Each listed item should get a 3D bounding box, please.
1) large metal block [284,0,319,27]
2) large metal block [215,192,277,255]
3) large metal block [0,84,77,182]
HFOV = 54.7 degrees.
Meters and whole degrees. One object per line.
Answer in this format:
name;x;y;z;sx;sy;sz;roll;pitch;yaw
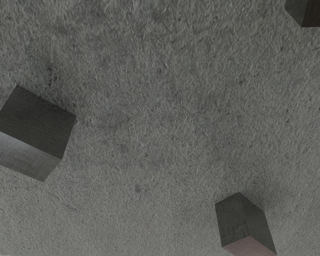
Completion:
large metal block;0.167;-0.139;0.274;0.080;0.050;0.079;-2;130;1
large metal block;0.141;0.167;0.514;0.050;0.080;0.080;-35;122;26
large metal block;-0.157;0.006;0.375;0.080;0.080;0.050;31;124;-24
